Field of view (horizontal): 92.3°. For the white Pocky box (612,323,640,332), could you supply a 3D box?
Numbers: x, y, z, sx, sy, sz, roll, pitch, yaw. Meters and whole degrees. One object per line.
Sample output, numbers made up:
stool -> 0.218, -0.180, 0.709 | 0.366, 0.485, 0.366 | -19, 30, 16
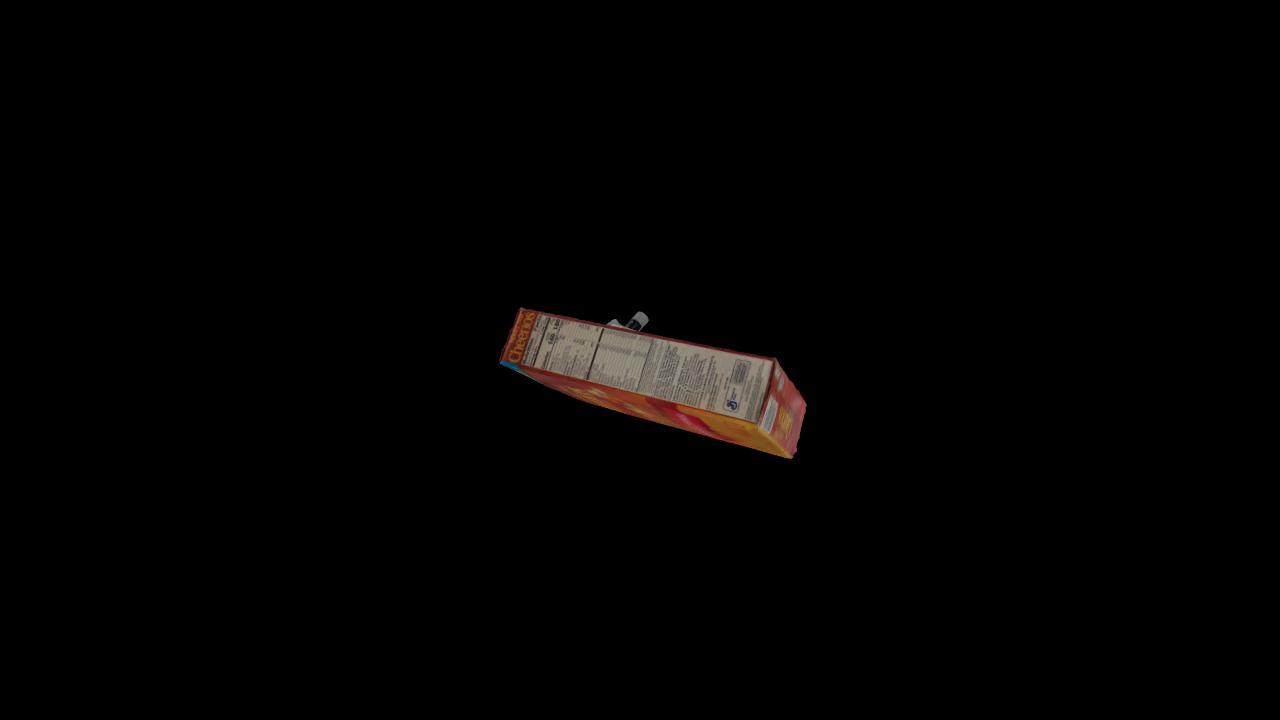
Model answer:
white Pocky box -> 0.019, 0.017, 0.724 | 0.154, 0.084, 0.028 | 18, 4, -33

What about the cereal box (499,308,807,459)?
cereal box -> 0.021, 0.029, 0.709 | 0.306, 0.081, 0.203 | 12, -11, 26

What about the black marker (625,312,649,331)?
black marker -> -0.032, -0.015, 0.761 | 0.020, 0.020, 0.121 | 0, 42, 53

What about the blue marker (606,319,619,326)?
blue marker -> 0.001, 0.007, 0.690 | 0.020, 0.121, 0.020 | -37, -4, -3
